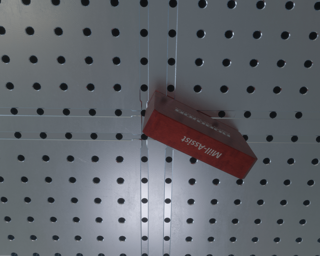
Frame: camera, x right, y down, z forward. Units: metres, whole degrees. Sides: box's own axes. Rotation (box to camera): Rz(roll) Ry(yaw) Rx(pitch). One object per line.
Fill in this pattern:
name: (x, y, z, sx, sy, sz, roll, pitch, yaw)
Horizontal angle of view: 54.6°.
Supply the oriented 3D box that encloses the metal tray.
metal tray: (0.046, 0.006, 0.381, 0.131, 0.090, 0.030, 25, 108, -9)
